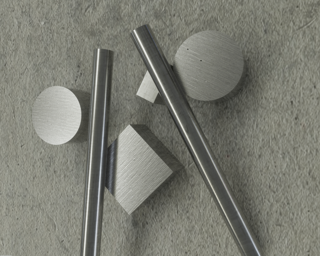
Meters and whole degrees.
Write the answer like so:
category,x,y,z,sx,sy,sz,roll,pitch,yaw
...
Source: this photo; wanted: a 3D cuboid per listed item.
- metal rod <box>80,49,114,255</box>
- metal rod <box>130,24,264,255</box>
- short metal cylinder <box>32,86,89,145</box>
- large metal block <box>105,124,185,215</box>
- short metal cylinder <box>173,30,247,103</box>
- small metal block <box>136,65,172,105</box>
category,x,y,z,sx,sy,sz,roll,pitch,yaw
metal rod,-0.080,0.054,0.383,0.025,0.025,0.298,5,91,20
metal rod,0.045,0.022,0.360,0.025,0.025,0.299,-26,94,18
short metal cylinder,-0.132,-0.017,0.442,0.080,0.050,0.080,0,90,20
large metal block,-0.029,0.051,0.406,0.080,0.050,0.080,-47,76,14
short metal cylinder,0.062,-0.071,0.374,0.080,0.050,0.080,0,90,20
small metal block,0.001,-0.058,0.395,0.025,0.050,0.050,28,99,18
